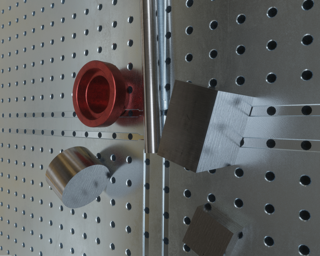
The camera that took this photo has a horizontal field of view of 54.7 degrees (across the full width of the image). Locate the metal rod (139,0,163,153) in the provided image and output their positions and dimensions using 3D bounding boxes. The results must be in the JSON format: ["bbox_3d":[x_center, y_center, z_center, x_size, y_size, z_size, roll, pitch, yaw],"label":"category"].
[{"bbox_3d":[-0.014,-0.116,0.418,0.025,0.025,0.298,-3,88,39],"label":"metal rod"}]

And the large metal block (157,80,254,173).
[{"bbox_3d":[0.050,-0.003,0.331,0.050,0.081,0.079,22,104,37],"label":"large metal block"}]

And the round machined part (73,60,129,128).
[{"bbox_3d":[-0.085,-0.049,0.466,0.098,0.042,0.097,0,90,39],"label":"round machined part"}]

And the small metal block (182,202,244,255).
[{"bbox_3d":[0.060,0.123,0.358,0.050,0.025,0.050,31,109,35],"label":"small metal block"}]

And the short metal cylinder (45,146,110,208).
[{"bbox_3d":[-0.125,0.075,0.474,0.050,0.081,0.079,37,113,33],"label":"short metal cylinder"}]
